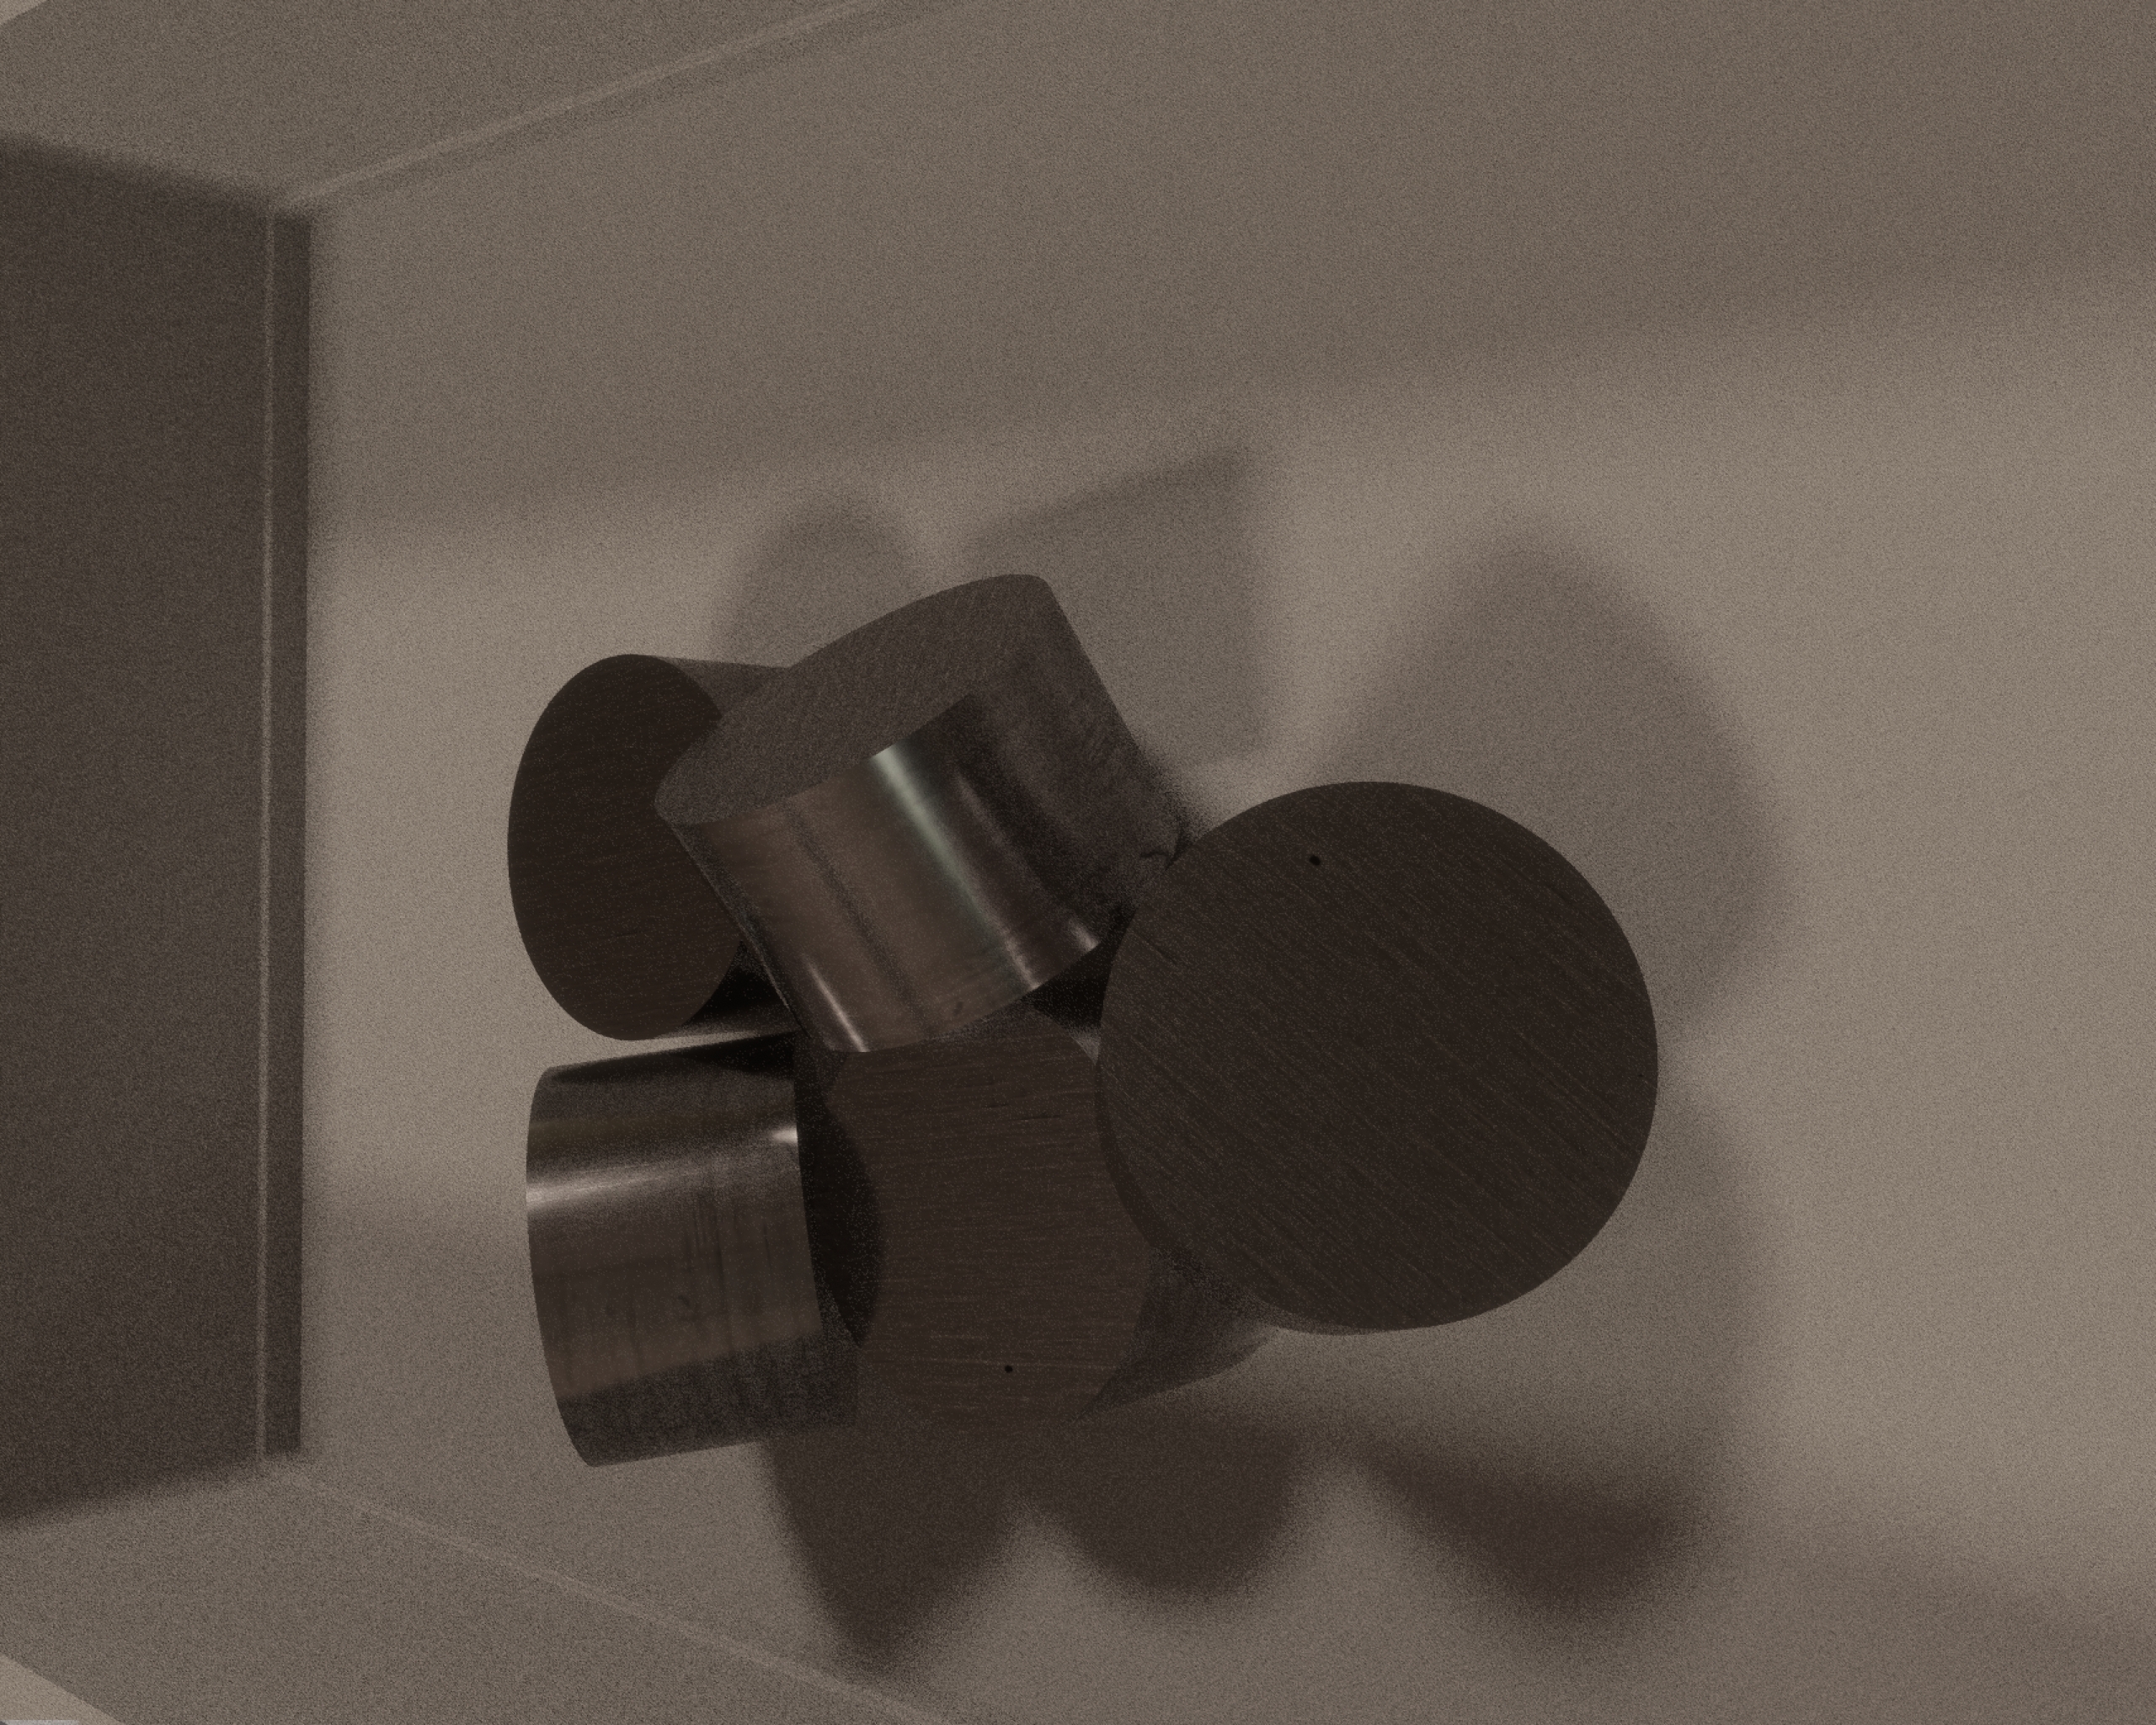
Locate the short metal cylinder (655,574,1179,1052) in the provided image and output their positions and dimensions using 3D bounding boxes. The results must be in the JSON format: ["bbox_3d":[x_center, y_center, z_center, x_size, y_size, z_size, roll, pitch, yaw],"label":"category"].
[{"bbox_3d":[-0.029,-0.010,0.381,0.080,0.080,0.050,-10,119,39],"label":"short metal cylinder"}]

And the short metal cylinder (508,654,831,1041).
[{"bbox_3d":[-0.077,-0.003,0.448,0.080,0.050,0.079,0,90,39],"label":"short metal cylinder"}]

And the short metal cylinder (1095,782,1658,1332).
[{"bbox_3d":[0.043,0.032,0.325,0.081,0.050,0.080,0,76,-1],"label":"short metal cylinder"}]

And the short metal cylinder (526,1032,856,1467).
[{"bbox_3d":[-0.076,0.077,0.420,0.050,0.080,0.080,-8,83,-3],"label":"short metal cylinder"}]

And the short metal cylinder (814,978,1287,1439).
[{"bbox_3d":[-0.003,0.062,0.389,0.080,0.050,0.079,0,90,39],"label":"short metal cylinder"}]
